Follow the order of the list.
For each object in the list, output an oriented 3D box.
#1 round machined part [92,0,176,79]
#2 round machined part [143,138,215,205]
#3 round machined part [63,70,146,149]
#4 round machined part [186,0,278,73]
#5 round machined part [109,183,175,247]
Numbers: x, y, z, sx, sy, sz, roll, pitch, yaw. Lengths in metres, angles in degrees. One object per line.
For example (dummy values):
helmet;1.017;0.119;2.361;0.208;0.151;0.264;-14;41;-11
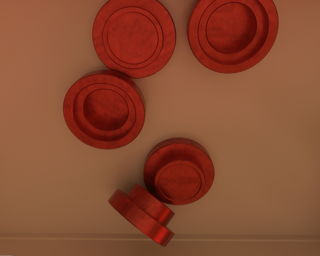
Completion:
round machined part;-0.030;-0.106;0.363;0.099;0.042;0.097;0;110;0
round machined part;0.026;0.066;0.427;0.099;0.042;0.097;0;110;0
round machined part;-0.066;-0.026;0.390;0.099;0.042;0.097;0;114;1
round machined part;0.079;-0.116;0.355;0.099;0.042;0.097;0;118;0
round machined part;-0.019;0.112;0.420;0.098;0.098;0.042;41;78;-14
